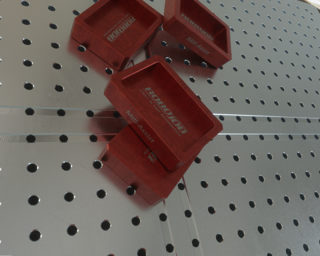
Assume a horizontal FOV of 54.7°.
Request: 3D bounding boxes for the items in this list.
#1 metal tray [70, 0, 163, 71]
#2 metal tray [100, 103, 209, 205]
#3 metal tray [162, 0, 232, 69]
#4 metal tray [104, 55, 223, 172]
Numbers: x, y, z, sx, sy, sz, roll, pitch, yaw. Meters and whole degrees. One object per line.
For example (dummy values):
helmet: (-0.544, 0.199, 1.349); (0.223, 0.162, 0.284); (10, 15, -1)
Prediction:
metal tray: (-0.059, -0.155, 0.468); (0.090, 0.030, 0.130); (36, 51, -5)
metal tray: (0.000, 0.020, 0.394); (0.090, 0.030, 0.131); (42, 51, 0)
metal tray: (0.066, -0.170, 0.526); (0.131, 0.030, 0.090); (27, 51, -30)
metal tray: (0.006, -0.022, 0.383); (0.130, 0.030, 0.091); (49, 51, 6)
